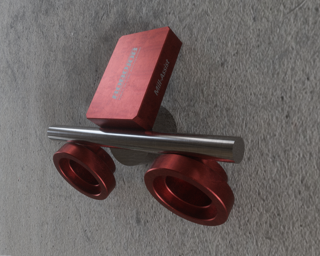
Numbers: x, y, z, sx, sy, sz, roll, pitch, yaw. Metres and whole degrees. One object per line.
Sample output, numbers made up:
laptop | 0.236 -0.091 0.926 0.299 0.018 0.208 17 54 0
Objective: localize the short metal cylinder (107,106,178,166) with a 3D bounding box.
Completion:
short metal cylinder | -0.024 0.008 0.408 0.080 0.050 0.079 0 90 39

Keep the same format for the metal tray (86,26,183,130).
metal tray | -0.033 -0.062 0.393 0.090 0.030 0.130 3 66 39

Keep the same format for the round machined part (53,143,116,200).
round machined part | -0.105 0.058 0.459 0.098 0.042 0.097 22 140 20

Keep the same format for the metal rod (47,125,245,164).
metal rod | -0.044 0.014 0.377 0.300 0.025 0.025 3 92 39

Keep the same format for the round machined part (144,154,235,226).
round machined part | 0.035 0.061 0.342 0.098 0.042 0.097 22 144 18
